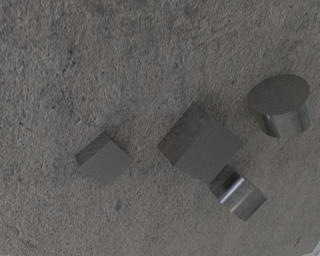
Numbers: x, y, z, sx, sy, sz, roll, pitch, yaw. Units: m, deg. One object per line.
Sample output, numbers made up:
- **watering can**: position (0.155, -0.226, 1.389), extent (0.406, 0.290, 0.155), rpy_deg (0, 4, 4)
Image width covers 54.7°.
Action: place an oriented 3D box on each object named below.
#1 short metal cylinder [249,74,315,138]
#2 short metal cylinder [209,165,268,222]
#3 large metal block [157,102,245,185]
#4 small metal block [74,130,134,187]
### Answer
- **short metal cylinder**: position (0.176, -0.032, 0.448), extent (0.080, 0.080, 0.050), rpy_deg (-37, 129, -3)
- **short metal cylinder**: position (0.127, 0.105, 0.506), extent (0.050, 0.080, 0.080), rpy_deg (-49, 129, 6)
- **large metal block**: position (0.058, 0.023, 0.437), extent (0.080, 0.050, 0.080), rpy_deg (32, 100, -38)
- **small metal block**: position (-0.070, 0.039, 0.393), extent (0.050, 0.025, 0.050), rpy_deg (-41, 130, 0)
